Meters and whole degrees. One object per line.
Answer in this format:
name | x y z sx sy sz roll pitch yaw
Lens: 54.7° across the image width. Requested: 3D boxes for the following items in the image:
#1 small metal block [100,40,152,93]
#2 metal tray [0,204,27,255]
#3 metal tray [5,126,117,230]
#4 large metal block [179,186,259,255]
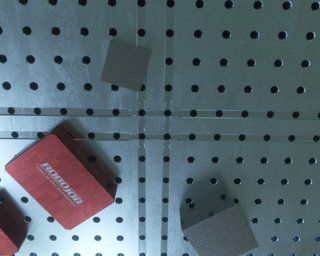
small metal block | -0.042 -0.077 0.384 0.050 0.025 0.050 16 109 -7
metal tray | -0.286 0.169 0.469 0.130 0.030 0.090 -26 108 9
metal tray | -0.135 0.072 0.436 0.090 0.030 0.130 -34 107 11
large metal block | 0.085 0.146 0.455 0.080 0.050 0.080 -29 108 10
